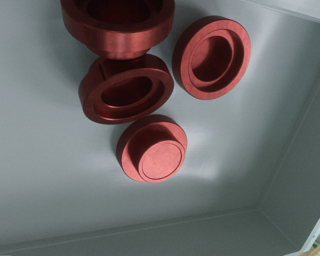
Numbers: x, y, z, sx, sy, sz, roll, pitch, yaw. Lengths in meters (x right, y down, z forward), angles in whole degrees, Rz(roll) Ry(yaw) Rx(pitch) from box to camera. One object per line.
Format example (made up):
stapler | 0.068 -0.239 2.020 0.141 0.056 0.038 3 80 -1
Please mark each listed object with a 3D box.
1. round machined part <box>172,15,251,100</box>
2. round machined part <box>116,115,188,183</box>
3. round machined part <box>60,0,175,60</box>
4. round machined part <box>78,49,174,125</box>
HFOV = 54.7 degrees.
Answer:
round machined part | 0.058 -0.087 0.377 0.099 0.042 0.097 -14 125 -21
round machined part | -0.006 0.034 0.418 0.099 0.042 0.097 -14 125 -21
round machined part | -0.038 -0.100 0.285 0.099 0.098 0.042 -16 147 -20
round machined part | -0.038 -0.047 0.331 0.099 0.042 0.098 -18 156 -8
